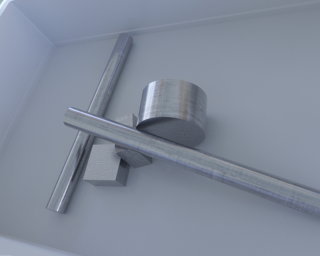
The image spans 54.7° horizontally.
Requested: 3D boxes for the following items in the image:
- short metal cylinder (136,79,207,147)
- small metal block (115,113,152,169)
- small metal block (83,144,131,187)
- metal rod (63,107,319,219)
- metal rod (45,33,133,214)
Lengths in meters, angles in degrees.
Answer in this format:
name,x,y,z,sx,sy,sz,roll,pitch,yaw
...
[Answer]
name,x,y,z,sx,sy,sz,roll,pitch,yaw
short metal cylinder,0.015,-0.014,0.370,0.080,0.080,0.050,-6,59,25
small metal block,-0.033,0.017,0.395,0.025,0.050,0.050,-18,55,18
small metal block,-0.068,0.049,0.409,0.050,0.025,0.050,-3,60,26
metal rod,0.025,0.030,0.329,0.301,0.025,0.025,18,71,20
metal rod,-0.098,-0.022,0.468,0.025,0.025,0.300,3,63,29
